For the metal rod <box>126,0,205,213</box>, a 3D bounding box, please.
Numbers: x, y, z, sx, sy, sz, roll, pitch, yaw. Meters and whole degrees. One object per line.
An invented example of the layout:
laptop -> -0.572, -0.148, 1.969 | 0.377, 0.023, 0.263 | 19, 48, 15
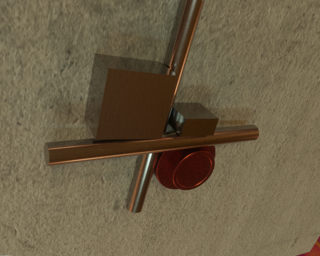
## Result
metal rod -> -0.001, -0.013, 0.402 | 0.025, 0.025, 0.298 | 2, 118, -30

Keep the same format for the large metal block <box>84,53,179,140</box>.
large metal block -> -0.035, -0.034, 0.352 | 0.081, 0.050, 0.079 | 1, 118, -29

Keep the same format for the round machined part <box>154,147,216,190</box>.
round machined part -> 0.040, 0.052, 0.452 | 0.099, 0.042, 0.097 | -14, 125, -21

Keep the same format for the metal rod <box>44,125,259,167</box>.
metal rod -> 0.013, 0.017, 0.395 | 0.303, 0.025, 0.025 | -4, 121, -31

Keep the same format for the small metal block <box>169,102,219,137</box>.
small metal block -> 0.040, -0.013, 0.408 | 0.050, 0.050, 0.025 | -2, 119, -28
